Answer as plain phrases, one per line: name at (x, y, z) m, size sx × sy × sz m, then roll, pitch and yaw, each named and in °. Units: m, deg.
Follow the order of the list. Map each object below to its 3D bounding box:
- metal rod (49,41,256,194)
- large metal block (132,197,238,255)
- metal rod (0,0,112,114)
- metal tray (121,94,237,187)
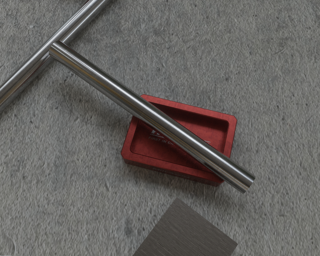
metal rod at (-0.018, -0.020, 0.382) m, size 0.300 × 0.025 × 0.025 m, roll 35°, pitch 74°, yaw 12°
large metal block at (0.026, 0.137, 0.345) m, size 0.080 × 0.050 × 0.080 m, roll 36°, pitch 74°, yaw 12°
metal rod at (-0.145, -0.130, 0.453) m, size 0.025 × 0.025 × 0.300 m, roll 34°, pitch 73°, yaw 11°
metal tray at (0.025, 0.015, 0.400) m, size 0.131 × 0.030 × 0.090 m, roll 14°, pitch 70°, yaw 4°
